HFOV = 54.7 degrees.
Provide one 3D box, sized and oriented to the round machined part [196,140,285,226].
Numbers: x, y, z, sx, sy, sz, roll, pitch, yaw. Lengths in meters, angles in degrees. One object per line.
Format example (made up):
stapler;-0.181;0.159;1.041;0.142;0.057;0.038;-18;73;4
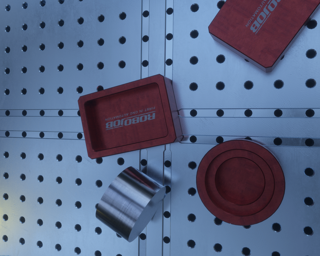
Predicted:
round machined part;0.096;0.062;0.369;0.098;0.042;0.097;0;90;19

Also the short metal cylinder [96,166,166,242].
short metal cylinder;-0.036;0.096;0.395;0.050;0.080;0.080;30;100;17

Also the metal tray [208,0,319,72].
metal tray;0.131;-0.144;0.364;0.090;0.030;0.129;38;102;15

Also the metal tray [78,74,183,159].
metal tray;-0.043;-0.013;0.423;0.130;0.030;0.089;-13;86;19
